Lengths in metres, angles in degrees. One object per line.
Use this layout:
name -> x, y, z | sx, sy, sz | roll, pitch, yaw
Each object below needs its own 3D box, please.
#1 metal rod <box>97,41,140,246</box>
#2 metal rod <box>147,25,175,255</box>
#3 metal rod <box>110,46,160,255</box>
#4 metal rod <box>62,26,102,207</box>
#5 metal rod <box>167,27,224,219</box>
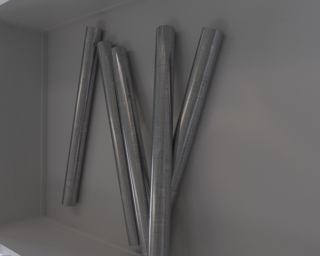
metal rod -> -0.058, 0.016, 0.454 | 0.025, 0.025, 0.298 | -17, 79, 39
metal rod -> 0.003, 0.019, 0.373 | 0.025, 0.025, 0.299 | -7, 76, 40
metal rod -> -0.034, 0.026, 0.414 | 0.025, 0.025, 0.299 | -25, 68, 37
metal rod -> -0.131, -0.014, 0.515 | 0.025, 0.025, 0.298 | 17, 101, 38
metal rod -> 0.024, 0.029, 0.386 | 0.025, 0.025, 0.298 | 24, 105, 37
